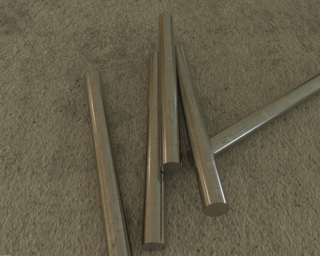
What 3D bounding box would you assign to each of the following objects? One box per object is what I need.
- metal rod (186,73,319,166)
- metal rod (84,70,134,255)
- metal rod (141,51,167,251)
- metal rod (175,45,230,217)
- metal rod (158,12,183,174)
[{"bbox_3d":[0.163,-0.028,0.427,0.302,0.025,0.025,-28,56,-22],"label":"metal rod"},{"bbox_3d":[-0.066,0.034,0.374,0.025,0.025,0.300,-10,51,-9],"label":"metal rod"},{"bbox_3d":[-0.006,0.002,0.401,0.025,0.025,0.300,0,50,0],"label":"metal rod"},{"bbox_3d":[0.041,-0.025,0.400,0.025,0.025,0.300,-4,43,-3],"label":"metal rod"},{"bbox_3d":[0.011,-0.072,0.437,0.025,0.025,0.300,0,51,-1],"label":"metal rod"}]
